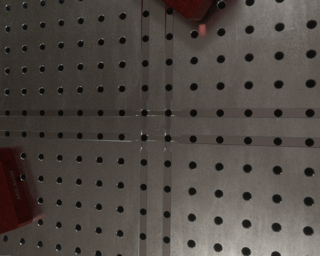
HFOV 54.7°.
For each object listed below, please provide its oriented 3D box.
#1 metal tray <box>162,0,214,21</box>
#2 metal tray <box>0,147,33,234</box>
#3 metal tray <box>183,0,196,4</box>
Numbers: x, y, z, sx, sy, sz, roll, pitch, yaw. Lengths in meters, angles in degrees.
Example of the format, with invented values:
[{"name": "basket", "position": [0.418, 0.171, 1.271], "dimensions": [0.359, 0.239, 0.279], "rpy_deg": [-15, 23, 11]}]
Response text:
[{"name": "metal tray", "position": [0.019, -0.206, 0.381], "dimensions": [0.130, 0.030, 0.089], "rpy_deg": [42, 119, 15]}, {"name": "metal tray", "position": [-0.269, 0.106, 0.502], "dimensions": [0.090, 0.030, 0.129], "rpy_deg": [-22, 83, 18]}, {"name": "metal tray", "position": [0.044, -0.239, 0.394], "dimensions": [0.090, 0.030, 0.130], "rpy_deg": [42, 103, 14]}]
